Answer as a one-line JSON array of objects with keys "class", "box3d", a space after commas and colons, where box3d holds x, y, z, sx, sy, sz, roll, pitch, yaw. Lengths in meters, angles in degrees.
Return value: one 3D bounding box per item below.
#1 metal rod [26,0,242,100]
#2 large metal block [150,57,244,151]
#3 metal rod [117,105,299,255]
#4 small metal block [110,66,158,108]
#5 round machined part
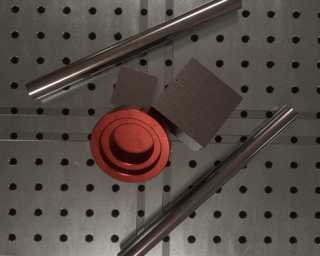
[{"class": "metal rod", "box3d": [-0.033, -0.110, 0.412, 0.301, 0.025, 0.025, -24, 90, -1]}, {"class": "large metal block", "box3d": [0.043, -0.028, 0.394, 0.080, 0.050, 0.080, 39, 79, -1]}, {"class": "metal rod", "box3d": [0.064, 0.078, 0.414, 0.300, 0.025, 0.025, -41, 91, -1]}, {"class": "small metal block", "box3d": [-0.034, -0.049, 0.413, 0.050, 0.025, 0.050, 17, 90, -1]}, {"class": "round machined part", "box3d": [-0.034, 0.017, 0.394, 0.099, 0.042, 0.097, 2, 109, 6]}]
